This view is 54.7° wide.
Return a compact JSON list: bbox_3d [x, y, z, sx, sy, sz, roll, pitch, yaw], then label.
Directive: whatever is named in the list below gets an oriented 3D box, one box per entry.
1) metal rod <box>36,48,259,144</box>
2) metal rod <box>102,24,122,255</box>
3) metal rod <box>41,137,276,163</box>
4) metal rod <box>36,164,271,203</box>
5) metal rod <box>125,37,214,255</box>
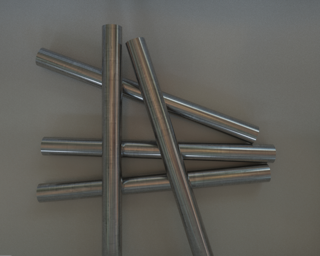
[{"bbox_3d":[-0.016,-0.042,0.409,0.302,0.025,0.025,20,90,-1],"label":"metal rod"},{"bbox_3d":[-0.059,0.024,0.383,0.025,0.025,0.298,0,90,-1],"label":"metal rod"},{"bbox_3d":[-0.001,0.029,0.409,0.302,0.025,0.025,2,90,-1],"label":"metal rod"},{"bbox_3d":[-0.007,0.073,0.410,0.302,0.025,0.025,-5,90,-1],"label":"metal rod"},{"bbox_3d":[0.014,0.034,0.385,0.025,0.025,0.298,-18,90,0],"label":"metal rod"}]
